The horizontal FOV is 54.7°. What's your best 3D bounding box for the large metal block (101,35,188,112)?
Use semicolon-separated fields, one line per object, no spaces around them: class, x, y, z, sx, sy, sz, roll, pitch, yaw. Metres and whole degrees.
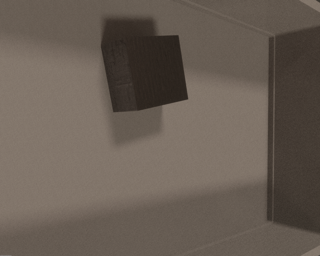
large metal block;-0.017;-0.066;0.378;0.081;0.050;0.079;-16;101;-39
